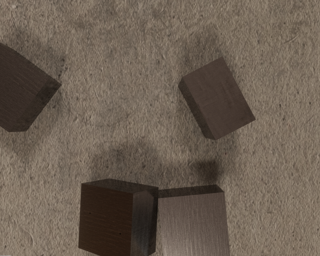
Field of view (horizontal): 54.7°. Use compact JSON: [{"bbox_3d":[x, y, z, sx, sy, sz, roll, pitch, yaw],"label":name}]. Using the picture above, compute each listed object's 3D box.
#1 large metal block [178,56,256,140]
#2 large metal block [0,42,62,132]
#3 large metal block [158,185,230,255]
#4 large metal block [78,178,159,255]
[{"bbox_3d":[0.066,-0.033,0.383,0.050,0.080,0.080,-28,90,0],"label":"large metal block"},{"bbox_3d":[-0.190,-0.051,0.395,0.080,0.050,0.080,37,90,-1],"label":"large metal block"},{"bbox_3d":[0.041,0.121,0.398,0.081,0.050,0.079,-5,90,-1],"label":"large metal block"},{"bbox_3d":[-0.051,0.110,0.379,0.080,0.050,0.079,3,90,33],"label":"large metal block"}]
